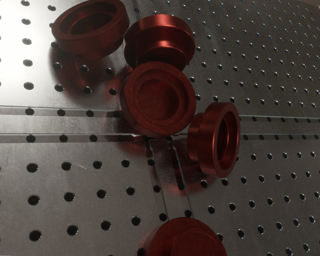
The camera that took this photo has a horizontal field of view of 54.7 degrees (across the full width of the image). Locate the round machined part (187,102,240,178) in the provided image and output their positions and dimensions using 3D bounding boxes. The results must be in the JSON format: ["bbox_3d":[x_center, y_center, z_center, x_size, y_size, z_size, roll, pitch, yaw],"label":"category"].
[{"bbox_3d":[0.069,0.014,0.406,0.099,0.042,0.097,-13,106,-57],"label":"round machined part"}]

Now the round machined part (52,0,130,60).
[{"bbox_3d":[-0.087,-0.127,0.409,0.098,0.042,0.098,-8,48,9],"label":"round machined part"}]

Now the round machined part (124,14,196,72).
[{"bbox_3d":[0.000,-0.103,0.425,0.099,0.097,0.042,8,57,-25],"label":"round machined part"}]

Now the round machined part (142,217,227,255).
[{"bbox_3d":[0.033,0.144,0.329,0.099,0.042,0.098,14,56,-21],"label":"round machined part"}]

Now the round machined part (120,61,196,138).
[{"bbox_3d":[-0.005,-0.034,0.407,0.099,0.042,0.098,6,74,-22],"label":"round machined part"}]
